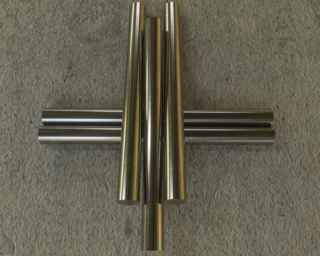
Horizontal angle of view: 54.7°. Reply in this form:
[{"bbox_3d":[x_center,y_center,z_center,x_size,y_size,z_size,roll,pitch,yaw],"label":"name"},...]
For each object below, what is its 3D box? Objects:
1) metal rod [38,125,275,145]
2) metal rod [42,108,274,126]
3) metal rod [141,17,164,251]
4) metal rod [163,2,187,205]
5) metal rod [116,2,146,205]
[{"bbox_3d":[-0.004,0.010,0.407,0.302,0.025,0.025,0,70,-1],"label":"metal rod"},{"bbox_3d":[-0.002,-0.014,0.415,0.302,0.025,0.025,0,70,-1],"label":"metal rod"},{"bbox_3d":[-0.008,-0.008,0.385,0.025,0.025,0.299,0,70,-1],"label":"metal rod"},{"bbox_3d":[0.017,-0.052,0.406,0.025,0.025,0.299,0,62,0],"label":"metal rod"},{"bbox_3d":[-0.034,-0.051,0.405,0.025,0.025,0.299,0,62,0],"label":"metal rod"}]
